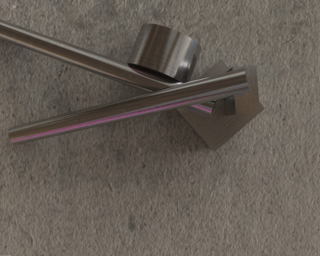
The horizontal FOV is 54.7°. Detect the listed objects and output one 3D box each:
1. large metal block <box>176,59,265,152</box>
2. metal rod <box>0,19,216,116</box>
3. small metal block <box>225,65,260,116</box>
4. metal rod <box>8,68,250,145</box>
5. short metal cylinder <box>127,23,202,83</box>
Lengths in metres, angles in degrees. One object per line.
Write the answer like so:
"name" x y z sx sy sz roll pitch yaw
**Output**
"large metal block" 0.070 -0.028 0.398 0.080 0.050 0.080 -41 90 1
"metal rod" -0.076 -0.079 0.381 0.301 0.025 0.025 21 90 11
"small metal block" 0.090 -0.040 0.347 0.025 0.050 0.050 -4 90 0
"metal rod" -0.052 -0.019 0.357 0.301 0.025 0.025 -12 90 20
"short metal cylinder" 0.005 -0.087 0.385 0.080 0.080 0.050 21 90 -1
